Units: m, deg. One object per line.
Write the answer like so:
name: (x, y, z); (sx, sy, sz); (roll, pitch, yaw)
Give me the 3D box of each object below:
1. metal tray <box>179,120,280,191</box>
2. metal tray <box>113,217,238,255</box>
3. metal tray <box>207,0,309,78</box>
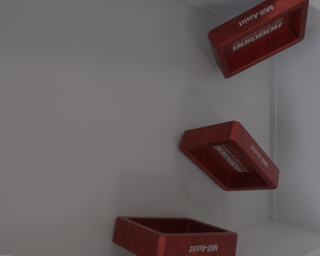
metal tray: (0.101, 0.046, 0.445); (0.130, 0.090, 0.030); (43, 51, -32)
metal tray: (0.021, 0.135, 0.381); (0.131, 0.090, 0.030); (15, 81, -39)
metal tray: (0.140, -0.131, 0.444); (0.030, 0.130, 0.090); (68, 10, 27)
